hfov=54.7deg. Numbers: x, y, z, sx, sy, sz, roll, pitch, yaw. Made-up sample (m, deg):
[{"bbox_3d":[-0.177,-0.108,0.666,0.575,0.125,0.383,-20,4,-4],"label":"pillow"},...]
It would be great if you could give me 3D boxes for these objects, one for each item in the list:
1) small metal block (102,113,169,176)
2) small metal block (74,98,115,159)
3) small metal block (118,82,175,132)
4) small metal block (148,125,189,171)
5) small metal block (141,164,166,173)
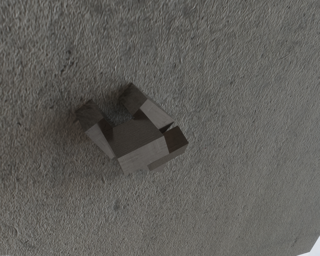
[{"bbox_3d":[-0.026,0.016,0.324,0.050,0.050,0.025,-26,128,-13],"label":"small metal block"},{"bbox_3d":[-0.068,0.001,0.357,0.025,0.050,0.050,-39,130,-3],"label":"small metal block"},{"bbox_3d":[-0.016,-0.023,0.371,0.025,0.050,0.050,-49,129,6],"label":"small metal block"},{"bbox_3d":[0.004,0.026,0.380,0.050,0.025,0.050,-28,166,-11],"label":"small metal block"},{"bbox_3d":[-0.012,0.030,0.422,0.050,0.025,0.050,17,109,-35],"label":"small metal block"}]
